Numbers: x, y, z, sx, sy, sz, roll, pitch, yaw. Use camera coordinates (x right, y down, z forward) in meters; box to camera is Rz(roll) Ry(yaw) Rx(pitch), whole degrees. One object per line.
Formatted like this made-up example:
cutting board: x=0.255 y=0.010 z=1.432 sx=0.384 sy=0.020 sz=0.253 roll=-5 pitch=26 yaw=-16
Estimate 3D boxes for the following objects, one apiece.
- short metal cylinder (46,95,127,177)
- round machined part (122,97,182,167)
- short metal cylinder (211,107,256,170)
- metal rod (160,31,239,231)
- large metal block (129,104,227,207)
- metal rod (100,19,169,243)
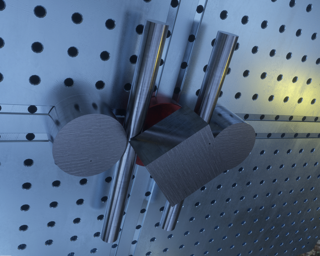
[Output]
short metal cylinder: x=-0.085 y=0.008 z=0.354 sx=0.081 sy=0.050 sz=0.079 roll=-14 pitch=124 yaw=-21
round machined part: x=0.000 y=0.012 z=0.408 sx=0.099 sy=0.042 sz=0.097 roll=-14 pitch=124 yaw=-21
short metal cylinder: x=0.091 y=0.016 z=0.453 sx=0.081 sy=0.050 sz=0.079 roll=-14 pitch=124 yaw=-21
metal rod: x=0.046 y=0.021 z=0.422 sx=0.025 sy=0.025 sz=0.298 roll=0 pitch=119 yaw=-29
large metal block: x=0.023 y=0.033 z=0.366 sx=0.080 sy=0.050 sz=0.080 roll=-33 pitch=129 yaw=-7
metal rod: x=-0.037 y=0.023 z=0.377 sx=0.025 sy=0.025 sz=0.298 roll=0 pitch=118 yaw=-29
